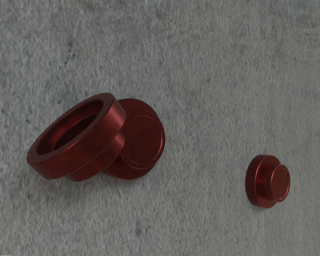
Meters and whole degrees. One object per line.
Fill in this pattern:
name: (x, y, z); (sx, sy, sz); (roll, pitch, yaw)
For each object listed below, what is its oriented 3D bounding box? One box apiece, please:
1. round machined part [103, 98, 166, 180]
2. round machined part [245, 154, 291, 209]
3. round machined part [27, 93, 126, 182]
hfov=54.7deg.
round machined part: (-0.032, 0.013, 0.368); (0.099, 0.042, 0.097); (0, 90, -40)
round machined part: (0.203, 0.099, 0.568); (0.099, 0.042, 0.097); (0, 90, -40)
round machined part: (-0.073, 0.013, 0.297); (0.098, 0.098, 0.042); (-50, 120, -28)
